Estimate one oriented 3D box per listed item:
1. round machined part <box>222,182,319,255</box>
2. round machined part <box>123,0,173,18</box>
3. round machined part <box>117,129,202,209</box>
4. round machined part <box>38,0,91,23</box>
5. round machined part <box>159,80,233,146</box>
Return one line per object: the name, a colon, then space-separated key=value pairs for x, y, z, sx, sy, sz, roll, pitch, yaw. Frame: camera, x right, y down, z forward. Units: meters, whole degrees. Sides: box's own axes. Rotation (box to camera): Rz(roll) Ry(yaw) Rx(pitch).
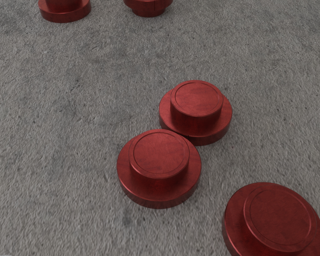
round machined part: x=0.115 y=0.097 z=0.312 sx=0.099 sy=0.042 sz=0.098 roll=0 pitch=50 yaw=0
round machined part: x=-0.023 y=-0.252 z=0.603 sx=0.099 sy=0.042 sz=0.098 roll=0 pitch=50 yaw=0
round machined part: x=-0.001 y=0.039 z=0.359 sx=0.099 sy=0.042 sz=0.098 roll=0 pitch=50 yaw=0
round machined part: x=-0.186 y=-0.248 z=0.599 sx=0.099 sy=0.042 sz=0.098 roll=0 pitch=50 yaw=0
round machined part: x=0.048 y=-0.027 z=0.415 sx=0.099 sy=0.042 sz=0.098 roll=0 pitch=50 yaw=0
